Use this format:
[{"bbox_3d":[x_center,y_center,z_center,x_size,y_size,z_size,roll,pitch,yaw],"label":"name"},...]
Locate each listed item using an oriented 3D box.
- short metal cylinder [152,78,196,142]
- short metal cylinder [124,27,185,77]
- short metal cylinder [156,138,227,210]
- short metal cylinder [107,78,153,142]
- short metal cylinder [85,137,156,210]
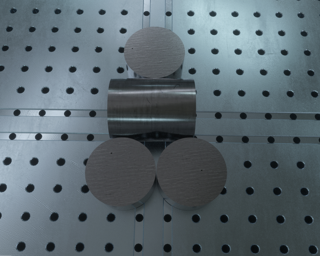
[{"bbox_3d":[0.016,-0.022,0.392,0.050,0.080,0.080,0,70,0],"label":"short metal cylinder"},{"bbox_3d":[-0.007,-0.093,0.432,0.081,0.050,0.080,0,70,0],"label":"short metal cylinder"},{"bbox_3d":[0.036,0.057,0.376,0.081,0.050,0.080,0,70,0],"label":"short metal cylinder"},{"bbox_3d":[-0.035,-0.023,0.391,0.050,0.080,0.080,0,70,0],"label":"short metal cylinder"},{"bbox_3d":[-0.045,0.057,0.376,0.081,0.050,0.080,0,70,0],"label":"short metal cylinder"}]
